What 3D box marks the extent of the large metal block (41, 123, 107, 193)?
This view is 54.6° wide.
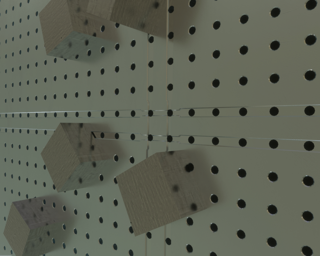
[{"bbox_3d":[-0.145,0.048,0.515,0.080,0.050,0.080,-49,61,29],"label":"large metal block"}]

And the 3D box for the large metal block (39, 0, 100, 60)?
[{"bbox_3d":[-0.155,-0.173,0.523,0.080,0.050,0.080,-24,75,37],"label":"large metal block"}]

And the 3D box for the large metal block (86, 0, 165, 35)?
[{"bbox_3d":[-0.039,-0.176,0.407,0.050,0.081,0.080,31,110,36],"label":"large metal block"}]

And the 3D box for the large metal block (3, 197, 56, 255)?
[{"bbox_3d":[-0.258,0.197,0.608,0.080,0.050,0.080,36,112,34],"label":"large metal block"}]

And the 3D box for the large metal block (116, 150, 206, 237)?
[{"bbox_3d":[-0.001,0.082,0.395,0.080,0.050,0.080,-33,69,35],"label":"large metal block"}]
